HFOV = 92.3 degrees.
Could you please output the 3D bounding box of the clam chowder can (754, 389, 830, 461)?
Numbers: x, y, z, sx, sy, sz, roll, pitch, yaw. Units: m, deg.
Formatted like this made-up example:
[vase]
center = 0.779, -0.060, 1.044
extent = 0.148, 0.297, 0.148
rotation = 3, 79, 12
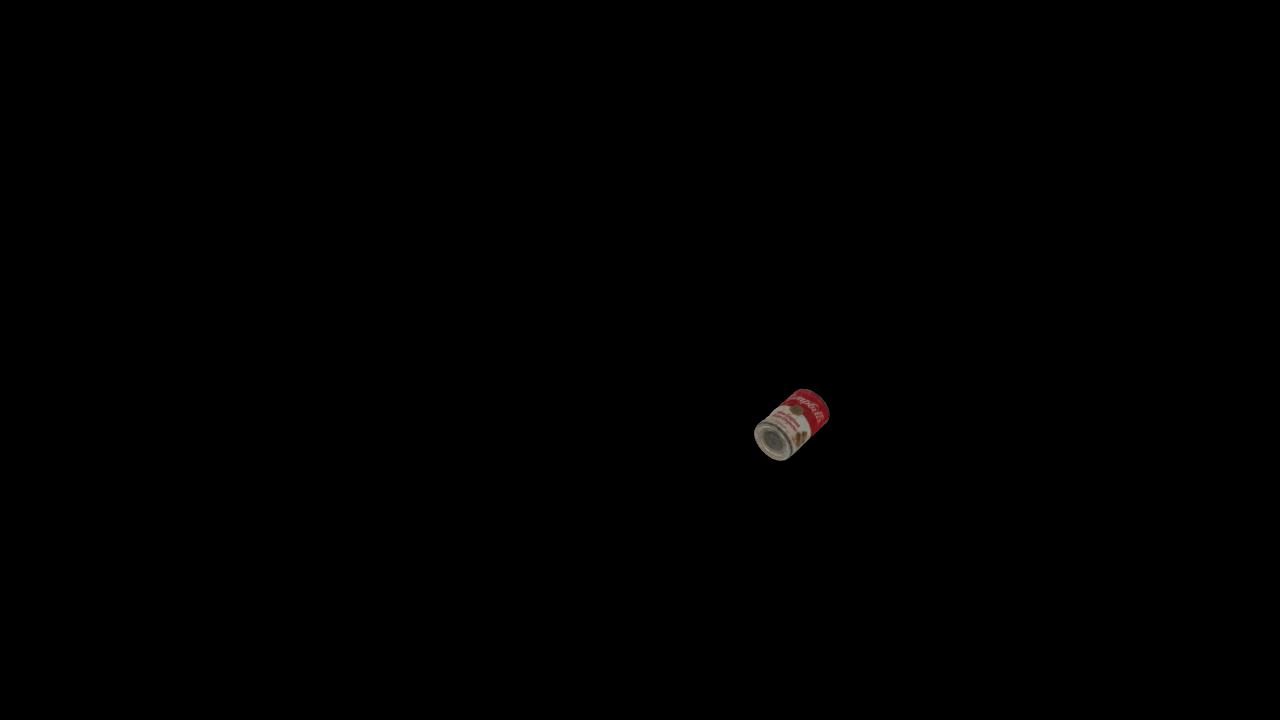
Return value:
[clam chowder can]
center = 0.227, 0.097, 0.924
extent = 0.102, 0.068, 0.068
rotation = -34, 19, -32
